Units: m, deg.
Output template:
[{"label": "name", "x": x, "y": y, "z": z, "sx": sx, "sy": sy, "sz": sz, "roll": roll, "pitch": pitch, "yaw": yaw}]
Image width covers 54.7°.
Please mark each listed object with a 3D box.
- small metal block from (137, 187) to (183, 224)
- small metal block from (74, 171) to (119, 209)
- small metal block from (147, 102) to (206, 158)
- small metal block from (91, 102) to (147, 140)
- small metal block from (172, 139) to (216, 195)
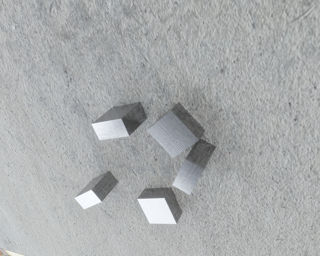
[{"label": "small metal block", "x": 0.000, "y": 0.121, "z": 0.482, "sx": 0.050, "sy": 0.025, "sz": 0.050, "roll": -10, "pitch": 113, "yaw": 32}, {"label": "small metal block", "x": -0.104, "y": 0.102, "z": 0.509, "sx": 0.050, "sy": 0.050, "sz": 0.025, "roll": -30, "pitch": 102, "yaw": 38}, {"label": "small metal block", "x": 0.020, "y": 0.003, "z": 0.398, "sx": 0.050, "sy": 0.025, "sz": 0.050, "roll": 47, "pitch": 129, "yaw": -5}, {"label": "small metal block", "x": -0.053, "y": -0.010, "z": 0.413, "sx": 0.050, "sy": 0.050, "sz": 0.025, "roll": -8, "pitch": 114, "yaw": 32}, {"label": "small metal block", "x": 0.044, "y": 0.049, "z": 0.397, "sx": 0.025, "sy": 0.050, "sz": 0.050, "roll": 29, "pitch": 128, "yaw": 10}]
